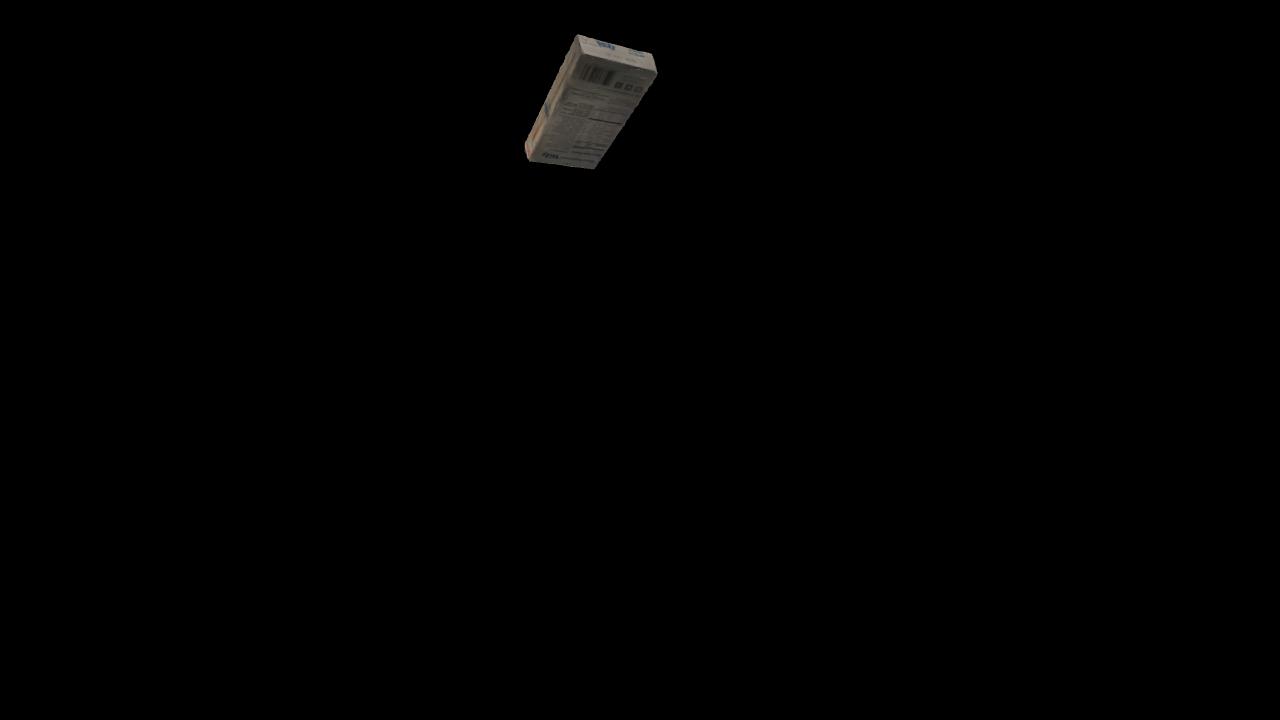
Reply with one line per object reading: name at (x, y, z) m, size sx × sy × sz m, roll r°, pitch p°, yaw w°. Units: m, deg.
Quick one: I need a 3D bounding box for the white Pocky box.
white Pocky box at (-0.055, -0.257, 0.633) m, size 0.084 × 0.028 × 0.154 m, roll -3°, pitch -20°, yaw -31°
